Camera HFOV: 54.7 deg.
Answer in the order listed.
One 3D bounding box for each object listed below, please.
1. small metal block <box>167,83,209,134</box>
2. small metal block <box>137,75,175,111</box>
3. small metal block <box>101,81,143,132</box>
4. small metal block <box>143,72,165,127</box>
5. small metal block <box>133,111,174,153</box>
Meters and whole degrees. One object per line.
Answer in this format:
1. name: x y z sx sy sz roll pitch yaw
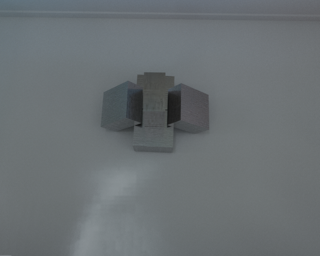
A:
1. small metal block: 0.037 -0.024 0.404 0.050 0.025 0.050 17 66 -36
2. small metal block: -0.007 -0.044 0.423 0.050 0.025 0.050 3 70 0
3. small metal block: -0.050 -0.027 0.403 0.050 0.025 0.050 -17 64 40
4. small metal block: -0.007 -0.034 0.379 0.025 0.050 0.050 1 70 0
5. small metal block: -0.008 0.004 0.406 0.050 0.025 0.050 2 70 1
